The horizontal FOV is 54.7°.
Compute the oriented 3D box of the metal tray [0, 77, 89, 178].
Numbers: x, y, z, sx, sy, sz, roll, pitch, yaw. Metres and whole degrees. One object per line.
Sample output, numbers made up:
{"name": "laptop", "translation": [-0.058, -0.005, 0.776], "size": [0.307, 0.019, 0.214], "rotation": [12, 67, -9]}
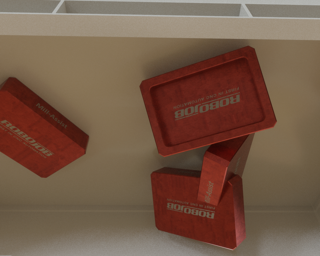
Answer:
{"name": "metal tray", "translation": [-0.172, 0.006, 0.408], "size": [0.090, 0.030, 0.130], "rotation": [-31, 124, 23]}

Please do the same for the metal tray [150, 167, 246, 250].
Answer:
{"name": "metal tray", "translation": [0.049, 0.106, 0.429], "size": [0.130, 0.030, 0.089], "rotation": [0, 98, 39]}

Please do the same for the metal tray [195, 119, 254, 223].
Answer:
{"name": "metal tray", "translation": [0.086, 0.058, 0.415], "size": [0.030, 0.090, 0.129], "rotation": [25, 137, 25]}

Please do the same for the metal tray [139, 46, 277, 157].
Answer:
{"name": "metal tray", "translation": [0.052, -0.027, 0.349], "size": [0.130, 0.030, 0.090], "rotation": [-16, 87, 12]}
